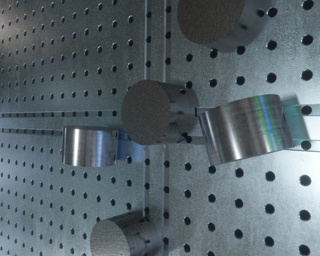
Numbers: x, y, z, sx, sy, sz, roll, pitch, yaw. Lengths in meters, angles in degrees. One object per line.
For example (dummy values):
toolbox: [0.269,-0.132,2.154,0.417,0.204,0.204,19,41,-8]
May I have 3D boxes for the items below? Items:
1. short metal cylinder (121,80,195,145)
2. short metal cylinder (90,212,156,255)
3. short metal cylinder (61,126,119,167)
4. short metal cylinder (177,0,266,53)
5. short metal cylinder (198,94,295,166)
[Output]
short metal cylinder: [-0.003,-0.019,0.394,0.080,0.050,0.079,0,90,39]
short metal cylinder: [-0.053,0.163,0.434,0.080,0.050,0.079,0,90,39]
short metal cylinder: [-0.102,0.025,0.455,0.080,0.081,0.050,7,95,39]
short metal cylinder: [0.066,-0.126,0.337,0.080,0.050,0.079,0,90,39]
short metal cylinder: [0.083,0.004,0.304,0.080,0.081,0.050,-20,77,38]
